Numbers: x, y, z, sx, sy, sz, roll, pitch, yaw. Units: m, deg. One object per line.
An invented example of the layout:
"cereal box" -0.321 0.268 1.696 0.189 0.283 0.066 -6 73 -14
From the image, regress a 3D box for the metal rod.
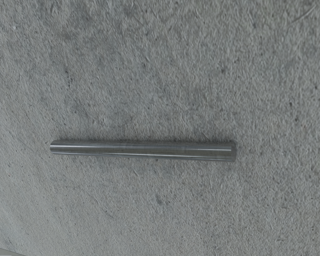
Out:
"metal rod" -0.042 0.031 0.448 0.300 0.025 0.025 -1 118 28
